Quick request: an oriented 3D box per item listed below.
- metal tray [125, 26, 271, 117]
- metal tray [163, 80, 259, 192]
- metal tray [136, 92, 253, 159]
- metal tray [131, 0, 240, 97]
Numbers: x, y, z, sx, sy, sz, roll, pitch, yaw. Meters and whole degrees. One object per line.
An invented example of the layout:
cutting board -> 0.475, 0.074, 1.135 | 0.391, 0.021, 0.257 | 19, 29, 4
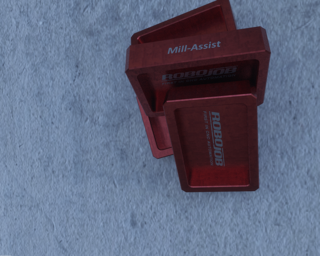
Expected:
metal tray -> 0.040, -0.052, 0.318 | 0.131, 0.090, 0.030 | -6, 61, 10
metal tray -> 0.060, 0.015, 0.343 | 0.090, 0.030, 0.129 | -4, 125, 14
metal tray -> 0.044, -0.021, 0.390 | 0.130, 0.030, 0.090 | -18, 84, 18
metal tray -> 0.030, -0.094, 0.374 | 0.130, 0.030, 0.090 | -16, 59, 20
